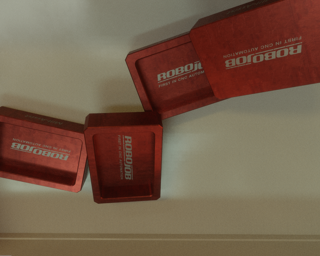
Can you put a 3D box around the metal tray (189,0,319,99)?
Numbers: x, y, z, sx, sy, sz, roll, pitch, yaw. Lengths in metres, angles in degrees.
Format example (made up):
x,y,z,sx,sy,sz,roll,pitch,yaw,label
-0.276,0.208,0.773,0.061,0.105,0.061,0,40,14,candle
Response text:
x,y,z,sx,sy,sz,roll,pitch,yaw,label
0.106,-0.083,0.318,0.130,0.030,0.090,-7,125,35,metal tray

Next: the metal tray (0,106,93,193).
x,y,z,sx,sy,sz,roll,pitch,yaw,label
-0.162,0.030,0.417,0.131,0.030,0.089,13,110,-5,metal tray

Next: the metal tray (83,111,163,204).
x,y,z,sx,sy,sz,roll,pitch,yaw,label
-0.044,0.042,0.400,0.091,0.030,0.129,-2,126,-6,metal tray

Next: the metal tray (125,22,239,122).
x,y,z,sx,sy,sz,roll,pitch,yaw,label
0.034,-0.069,0.383,0.131,0.030,0.090,-18,109,6,metal tray
